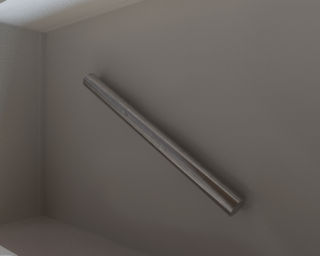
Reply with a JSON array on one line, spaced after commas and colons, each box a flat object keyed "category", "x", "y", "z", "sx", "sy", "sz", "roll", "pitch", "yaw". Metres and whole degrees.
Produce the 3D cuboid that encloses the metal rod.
[{"category": "metal rod", "x": -0.014, "y": 0.005, "z": 0.413, "sx": 0.300, "sy": 0.025, "sz": 0.025, "roll": 40, "pitch": 114, "yaw": 32}]
